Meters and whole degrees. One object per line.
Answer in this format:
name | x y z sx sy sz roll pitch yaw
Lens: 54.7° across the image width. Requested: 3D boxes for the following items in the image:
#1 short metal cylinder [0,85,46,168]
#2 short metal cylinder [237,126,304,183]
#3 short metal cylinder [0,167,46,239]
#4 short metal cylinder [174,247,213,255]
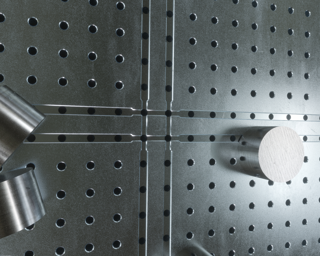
short metal cylinder | -0.166 0.002 0.322 0.050 0.080 0.080 41 77 -16
short metal cylinder | 0.164 0.037 0.460 0.081 0.050 0.079 0 90 -20
short metal cylinder | -0.167 0.078 0.322 0.081 0.080 0.050 -17 96 -19
short metal cylinder | 0.053 0.210 0.419 0.081 0.050 0.079 0 90 -20
